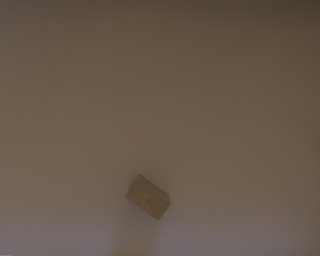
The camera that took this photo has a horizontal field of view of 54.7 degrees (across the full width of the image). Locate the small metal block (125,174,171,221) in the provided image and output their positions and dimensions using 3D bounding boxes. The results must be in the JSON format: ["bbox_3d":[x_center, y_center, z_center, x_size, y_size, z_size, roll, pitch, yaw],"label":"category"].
[{"bbox_3d":[-0.015,0.088,0.399,0.050,0.050,0.025,36,90,-1],"label":"small metal block"}]
